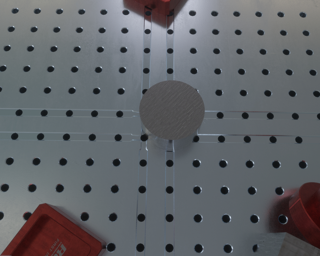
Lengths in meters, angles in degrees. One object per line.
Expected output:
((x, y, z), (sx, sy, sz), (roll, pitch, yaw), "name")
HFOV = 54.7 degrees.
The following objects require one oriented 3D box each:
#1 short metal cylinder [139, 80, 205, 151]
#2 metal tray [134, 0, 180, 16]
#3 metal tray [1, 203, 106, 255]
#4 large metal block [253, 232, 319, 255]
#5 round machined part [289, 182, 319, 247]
((0.015, -0.015, 0.404), (0.081, 0.050, 0.080), (0, 70, 0), "short metal cylinder")
((0.008, -0.254, 0.502), (0.090, 0.030, 0.130), (30, 73, 10), "metal tray")
((-0.135, 0.163, 0.348), (0.090, 0.030, 0.130), (31, 73, 10), "metal tray")
((0.128, 0.160, 0.325), (0.050, 0.080, 0.080), (26, 72, 9), "large metal block")
((0.199, 0.097, 0.342), (0.099, 0.042, 0.098), (17, 35, -12), "round machined part")
